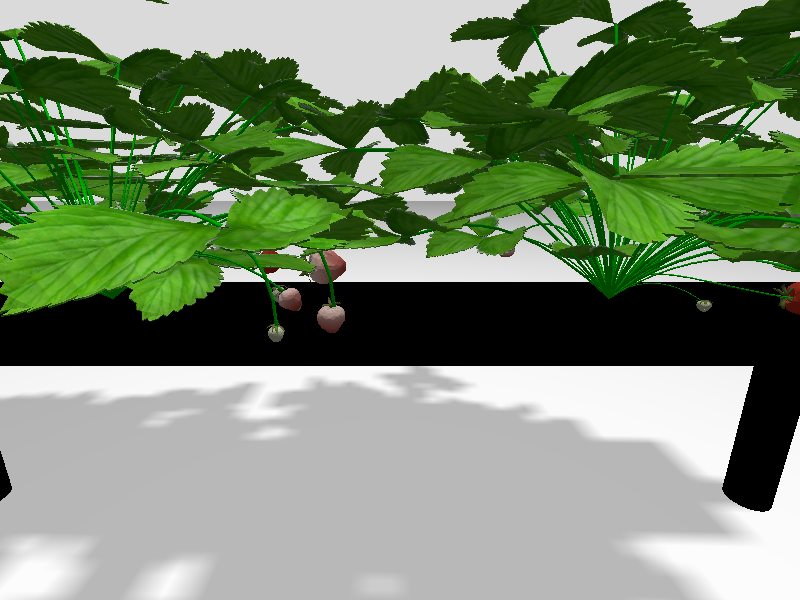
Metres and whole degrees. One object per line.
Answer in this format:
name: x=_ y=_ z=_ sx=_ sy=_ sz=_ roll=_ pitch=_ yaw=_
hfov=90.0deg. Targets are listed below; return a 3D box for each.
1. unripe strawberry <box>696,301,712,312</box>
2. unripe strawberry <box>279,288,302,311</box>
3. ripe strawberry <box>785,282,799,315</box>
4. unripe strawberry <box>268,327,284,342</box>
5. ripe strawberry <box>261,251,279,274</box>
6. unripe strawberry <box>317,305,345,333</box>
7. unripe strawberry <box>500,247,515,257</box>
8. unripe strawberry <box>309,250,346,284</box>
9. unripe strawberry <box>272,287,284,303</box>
unripe strawberry: x=0.250 y=0.005 z=0.329 sx=0.010 sy=0.010 sz=0.009 roll=9 pitch=18 yaw=29
unripe strawberry: x=-0.088 y=0.001 z=0.326 sx=0.019 sy=0.019 sz=0.018 roll=-42 pitch=3 yaw=19
ripe strawberry: x=0.323 y=-0.001 z=0.317 sx=0.027 sy=0.026 sz=0.025 roll=6 pitch=17 yaw=18
unripe strawberry: x=-0.080 y=0.022 z=0.259 sx=0.010 sy=0.011 sz=0.011 roll=9 pitch=18 yaw=29
ripe strawberry: x=-0.149 y=-0.045 z=0.464 sx=0.027 sy=0.028 sz=0.024 roll=-14 pitch=21 yaw=-43
unripe strawberry: x=-0.048 y=0.013 z=0.279 sx=0.019 sy=0.020 sz=0.018 roll=6 pitch=17 yaw=21
unripe strawberry: x=0.151 y=-0.072 z=0.571 sx=0.026 sy=0.023 sz=0.026 roll=-3 pitch=-25 yaw=-10
unripe strawberry: x=-0.074 y=-0.034 z=0.409 sx=0.038 sy=0.037 sz=0.042 roll=-4 pitch=16 yaw=-16
unripe strawberry: x=-0.104 y=-0.004 z=0.349 sx=0.013 sy=0.015 sz=0.015 roll=-14 pitch=14 yaw=9
